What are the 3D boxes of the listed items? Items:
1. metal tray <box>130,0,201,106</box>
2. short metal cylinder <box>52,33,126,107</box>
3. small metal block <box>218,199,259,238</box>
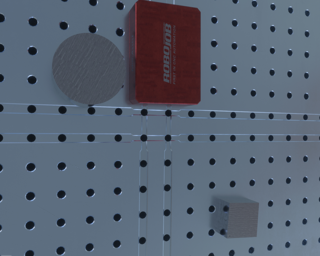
[{"bbox_3d":[0.007,-0.096,0.412,0.091,0.030,0.129,0,90,-20],"label":"metal tray"},{"bbox_3d":[-0.086,-0.066,0.367,0.081,0.050,0.079,0,90,-20],"label":"short metal cylinder"},{"bbox_3d":[0.115,0.132,0.455,0.050,0.025,0.050,5,88,-20],"label":"small metal block"}]
